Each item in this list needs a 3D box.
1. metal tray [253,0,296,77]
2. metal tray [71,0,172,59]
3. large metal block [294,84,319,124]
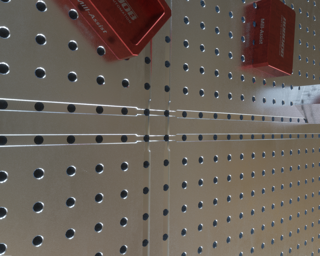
[{"bbox_3d":[0.219,-0.171,0.589,0.091,0.030,0.129,8,85,-40],"label":"metal tray"},{"bbox_3d":[-0.052,-0.158,0.361,0.130,0.030,0.090,49,61,-29],"label":"metal tray"},{"bbox_3d":[0.353,-0.051,0.669,0.080,0.080,0.050,37,67,-34],"label":"large metal block"}]
